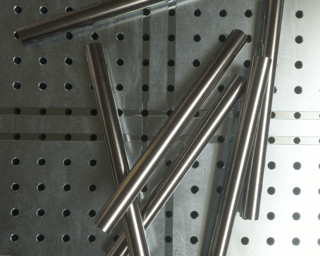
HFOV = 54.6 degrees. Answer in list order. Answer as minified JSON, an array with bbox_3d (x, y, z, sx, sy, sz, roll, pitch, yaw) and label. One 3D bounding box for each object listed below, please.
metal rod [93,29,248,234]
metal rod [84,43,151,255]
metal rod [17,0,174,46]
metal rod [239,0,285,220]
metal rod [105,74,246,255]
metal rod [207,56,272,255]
[{"bbox_3d":[0.020,-0.004,0.386,0.025,0.025,0.300,36,79,0],"label":"metal rod"},{"bbox_3d":[-0.054,0.037,0.397,0.025,0.025,0.299,-14,84,0],"label":"metal rod"},{"bbox_3d":[-0.040,-0.166,0.412,0.301,0.025,0.025,-17,90,0],"label":"metal rod"},{"bbox_3d":[0.136,-0.029,0.414,0.025,0.025,0.298,7,90,0],"label":"metal rod"},{"bbox_3d":[0.022,0.058,0.413,0.025,0.025,0.299,35,90,0],"label":"metal rod"},{"bbox_3d":[0.098,0.058,0.403,0.025,0.025,0.298,12,94,0],"label":"metal rod"}]
